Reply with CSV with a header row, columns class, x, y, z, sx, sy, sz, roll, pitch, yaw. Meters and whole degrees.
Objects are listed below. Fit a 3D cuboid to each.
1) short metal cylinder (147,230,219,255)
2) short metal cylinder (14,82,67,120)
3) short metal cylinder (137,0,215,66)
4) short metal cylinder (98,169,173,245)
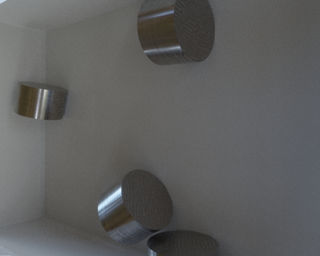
class,x,y,z,sx,sy,sz,roll,pitch,yaw
short metal cylinder,0.025,0.154,0.349,0.080,0.081,0.050,1,91,39
short metal cylinder,-0.206,-0.048,0.538,0.080,0.081,0.050,20,103,38
short metal cylinder,0.020,-0.113,0.353,0.050,0.081,0.079,4,92,40
short metal cylinder,-0.030,0.100,0.394,0.050,0.081,0.080,-41,65,32
